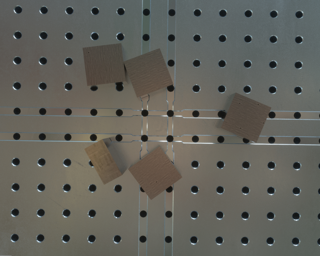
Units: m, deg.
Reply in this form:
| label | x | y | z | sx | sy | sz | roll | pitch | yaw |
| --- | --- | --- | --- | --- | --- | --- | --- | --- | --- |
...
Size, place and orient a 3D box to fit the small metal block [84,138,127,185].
| label | x | y | z | sx | sy | sz | roll | pitch | yaw |
| --- | --- | --- | --- | --- | --- | --- | --- | --- | --- |
| small metal block | -0.069 | 0.041 | 0.400 | 0.025 | 0.050 | 0.050 | -29 | 90 | 0 |

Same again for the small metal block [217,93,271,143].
| label | x | y | z | sx | sy | sz | roll | pitch | yaw |
| --- | --- | --- | --- | --- | --- | --- | --- | --- | --- |
| small metal block | 0.112 | -0.013 | 0.414 | 0.050 | 0.025 | 0.050 | 23 | 90 | 0 |

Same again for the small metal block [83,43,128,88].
| label | x | y | z | sx | sy | sz | roll | pitch | yaw |
| --- | --- | --- | --- | --- | --- | --- | --- | --- | --- |
| small metal block | -0.072 | -0.082 | 0.413 | 0.050 | 0.025 | 0.050 | -7 | 90 | 0 |

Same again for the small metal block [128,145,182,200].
| label | x | y | z | sx | sy | sz | roll | pitch | yaw |
| --- | --- | --- | --- | --- | --- | --- | --- | --- | --- |
| small metal block | -0.006 | 0.058 | 0.413 | 0.050 | 0.025 | 0.050 | -36 | 90 | 0 |

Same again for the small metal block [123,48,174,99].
| label | x | y | z | sx | sy | sz | roll | pitch | yaw |
| --- | --- | --- | --- | --- | --- | --- | --- | --- | --- |
| small metal block | -0.015 | -0.071 | 0.413 | 0.050 | 0.025 | 0.050 | -21 | 90 | 0 |
